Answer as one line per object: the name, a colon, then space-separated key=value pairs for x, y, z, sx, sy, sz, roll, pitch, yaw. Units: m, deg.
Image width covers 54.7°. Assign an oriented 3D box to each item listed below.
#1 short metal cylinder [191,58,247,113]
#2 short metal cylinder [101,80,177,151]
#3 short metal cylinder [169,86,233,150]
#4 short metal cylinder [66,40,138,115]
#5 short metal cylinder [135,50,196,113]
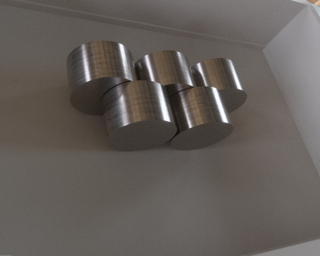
short metal cylinder: x=0.077 y=-0.054 z=0.442 sx=0.081 sy=0.080 sz=0.050 roll=2 pitch=61 yaw=-28
short metal cylinder: x=-0.025 y=-0.012 z=0.362 sx=0.081 sy=0.080 sz=0.050 roll=1 pitch=62 yaw=-28
short metal cylinder: x=0.048 y=-0.010 z=0.400 sx=0.081 sy=0.080 sz=0.050 roll=1 pitch=62 yaw=-28
short metal cylinder: x=-0.067 y=-0.057 z=0.367 sx=0.081 sy=0.080 sz=0.050 roll=1 pitch=62 yaw=-28
short metal cylinder: x=0.005 y=-0.055 z=0.404 sx=0.081 sy=0.080 sz=0.050 roll=1 pitch=62 yaw=-28
